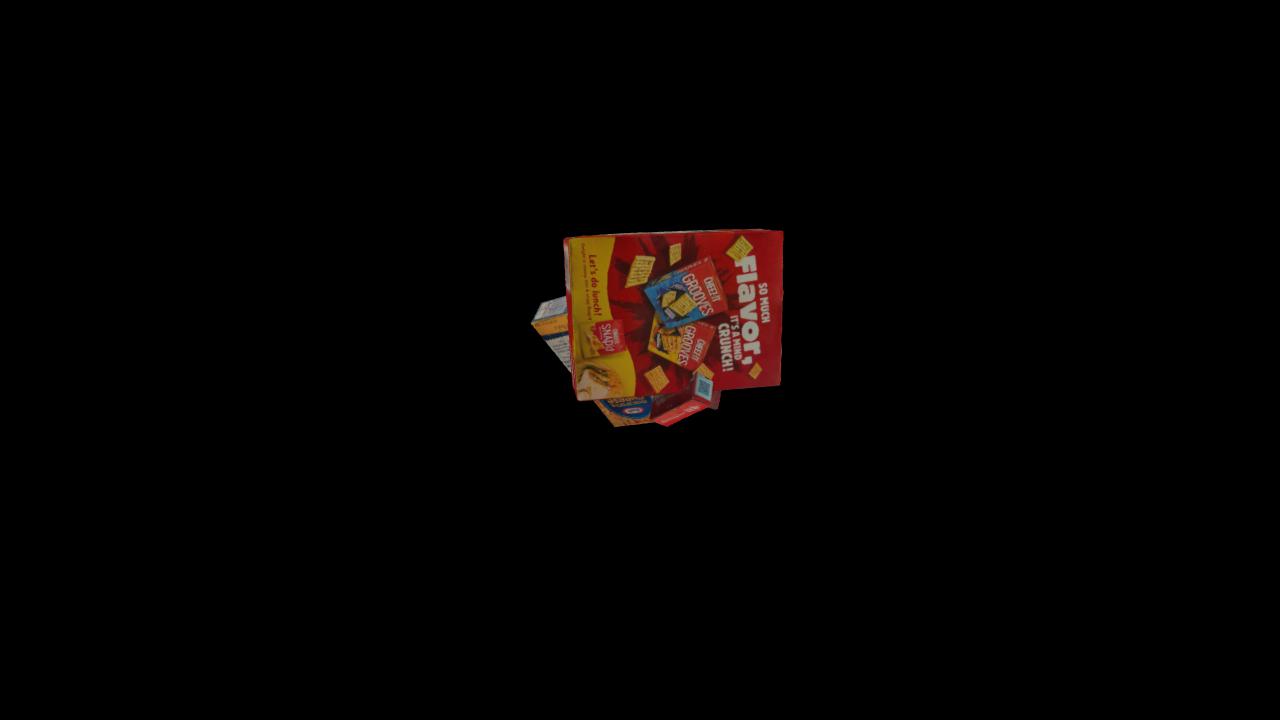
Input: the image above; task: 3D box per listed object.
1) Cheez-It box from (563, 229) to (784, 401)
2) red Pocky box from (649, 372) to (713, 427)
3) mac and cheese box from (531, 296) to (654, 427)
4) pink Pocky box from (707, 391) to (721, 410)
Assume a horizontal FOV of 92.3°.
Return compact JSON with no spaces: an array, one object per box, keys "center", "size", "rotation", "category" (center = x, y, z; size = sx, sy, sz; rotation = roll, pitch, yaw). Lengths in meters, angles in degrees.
[{"center":[0.036,-0.051,0.645],"size":[0.223,0.166,0.071],"rotation":[-5,14,-10],"category":"Cheez-It box"},{"center":[0.053,-0.007,0.687],"size":[0.028,0.155,0.083],"rotation":[26,-33,-24],"category":"red Pocky box"},{"center":[-0.033,0.002,0.693],"size":[0.093,0.041,0.184],"rotation":[-12,-49,30],"category":"mac and cheese box"},{"center":[0.052,0.025,0.730],"size":[0.084,0.029,0.155],"rotation":[13,-11,13],"category":"pink Pocky box"}]
